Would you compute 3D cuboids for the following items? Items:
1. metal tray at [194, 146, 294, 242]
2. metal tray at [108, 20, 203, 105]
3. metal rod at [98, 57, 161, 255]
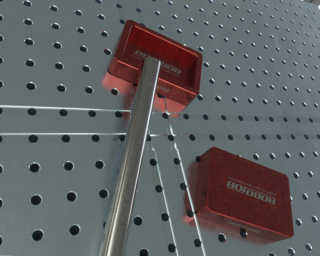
[{"bbox_3d":[0.113,0.088,0.412,0.131,0.030,0.090,21,54,-16],"label":"metal tray"},{"bbox_3d":[-0.002,-0.098,0.463,0.131,0.030,0.090,21,54,-16],"label":"metal tray"},{"bbox_3d":[-0.033,0.044,0.343,0.025,0.025,0.300,19,60,-17],"label":"metal rod"}]
